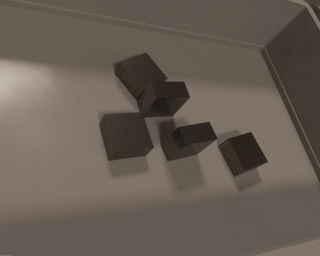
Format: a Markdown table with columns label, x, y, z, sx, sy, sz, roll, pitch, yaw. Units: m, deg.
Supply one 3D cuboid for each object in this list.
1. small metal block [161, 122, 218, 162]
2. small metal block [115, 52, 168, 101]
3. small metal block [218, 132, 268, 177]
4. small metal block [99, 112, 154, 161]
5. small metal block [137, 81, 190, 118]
| label | x | y | z | sx | sy | sz | roll | pitch | yaw |
| --- | --- | --- | --- | --- | --- | --- | --- | --- | --- |
| small metal block | 0.037 | 0.018 | 0.400 | 0.050 | 0.050 | 0.025 | -10 | 67 | -33 |
| small metal block | -0.026 | -0.074 | 0.438 | 0.050 | 0.025 | 0.050 | -32 | 80 | -38 |
| small metal block | 0.120 | 0.038 | 0.450 | 0.050 | 0.025 | 0.050 | -13 | 68 | -34 |
| small metal block | -0.042 | 0.009 | 0.379 | 0.050 | 0.025 | 0.050 | -5 | 64 | -31 |
| small metal block | 0.004 | -0.038 | 0.416 | 0.050 | 0.050 | 0.025 | -4 | 64 | -30 |
